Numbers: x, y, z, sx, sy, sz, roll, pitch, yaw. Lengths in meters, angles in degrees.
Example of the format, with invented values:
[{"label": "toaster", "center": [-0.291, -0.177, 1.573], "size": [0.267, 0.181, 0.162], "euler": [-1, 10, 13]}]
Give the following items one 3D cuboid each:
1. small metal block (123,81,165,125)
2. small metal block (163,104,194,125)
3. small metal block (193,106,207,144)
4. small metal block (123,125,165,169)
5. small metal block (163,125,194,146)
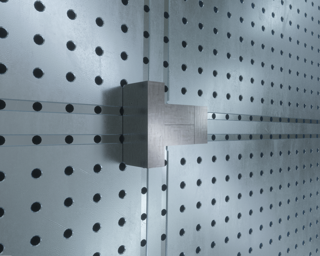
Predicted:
[{"label": "small metal block", "center": [-0.020, -0.029, 0.377], "size": [0.025, 0.050, 0.050], "euler": [0, 90, -40]}, {"label": "small metal block", "center": [0.009, -0.017, 0.401], "size": [0.050, 0.050, 0.025], "euler": [0, 91, -40]}, {"label": "small metal block", "center": [0.038, -0.004, 0.426], "size": [0.025, 0.050, 0.050], "euler": [0, 90, -40]}, {"label": "small metal block", "center": [-0.020, 0.021, 0.377], "size": [0.025, 0.050, 0.050], "euler": [0, 90, -40]}, {"label": "small metal block", "center": [0.009, 0.009, 0.401], "size": [0.050, 0.050, 0.025], "euler": [0, 91, -40]}]
